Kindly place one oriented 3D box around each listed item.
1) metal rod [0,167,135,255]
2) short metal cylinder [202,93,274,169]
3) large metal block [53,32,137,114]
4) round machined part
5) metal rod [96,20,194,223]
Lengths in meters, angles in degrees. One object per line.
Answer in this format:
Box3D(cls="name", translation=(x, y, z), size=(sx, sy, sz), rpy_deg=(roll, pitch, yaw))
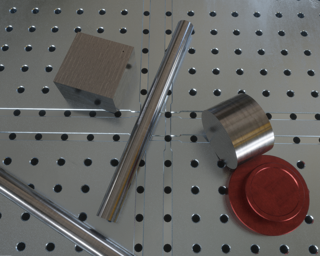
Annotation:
Box3D(cls="metal rod", translation=(-0.161, 0.086, 0.378), size=(0.301, 0.025, 0.025), rpy_deg=(30, 73, 10))
Box3D(cls="short metal cylinder", translation=(0.094, 0.004, 0.382), size=(0.050, 0.080, 0.080), rpy_deg=(-26, 72, -9))
Box3D(cls="large metal block", translation=(-0.085, -0.075, 0.425), size=(0.080, 0.050, 0.080), rpy_deg=(17, 71, 5))
Box3D(cls="round machined part", translation=(0.133, 0.080, 0.375), size=(0.099, 0.042, 0.098), rpy_deg=(0, 70, -1))
Box3D(cls="metal rod", translation=(-0.013, -0.023, 0.419), size=(0.025, 0.025, 0.300), rpy_deg=(19, 71, 6))
